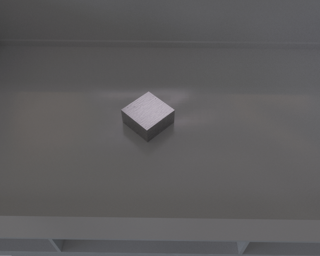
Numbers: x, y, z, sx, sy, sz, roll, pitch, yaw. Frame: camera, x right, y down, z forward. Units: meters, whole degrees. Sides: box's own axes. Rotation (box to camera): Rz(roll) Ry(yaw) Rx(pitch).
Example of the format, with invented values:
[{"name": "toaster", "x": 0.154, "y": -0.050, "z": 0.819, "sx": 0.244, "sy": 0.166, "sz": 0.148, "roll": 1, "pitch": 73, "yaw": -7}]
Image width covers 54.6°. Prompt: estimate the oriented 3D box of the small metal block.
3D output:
[{"name": "small metal block", "x": -0.016, "y": -0.016, "z": 0.419, "sx": 0.050, "sy": 0.025, "sz": 0.050, "roll": -37, "pitch": 59, "yaw": -27}]
